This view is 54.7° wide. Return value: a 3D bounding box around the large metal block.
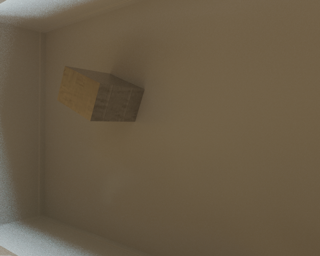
[{"bbox_3d":[-0.083,-0.047,0.437,0.080,0.081,0.050,28,108,36],"label":"large metal block"}]
